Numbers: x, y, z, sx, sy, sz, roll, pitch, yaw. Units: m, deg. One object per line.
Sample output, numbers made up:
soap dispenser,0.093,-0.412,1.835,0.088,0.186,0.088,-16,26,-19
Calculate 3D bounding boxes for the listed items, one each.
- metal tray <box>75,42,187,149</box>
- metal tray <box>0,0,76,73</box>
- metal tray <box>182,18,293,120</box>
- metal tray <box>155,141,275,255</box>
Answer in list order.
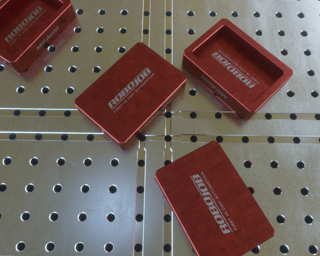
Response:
metal tray,-0.038,-0.047,0.426,0.090,0.030,0.130,40,74,13
metal tray,-0.202,-0.156,0.463,0.090,0.030,0.130,32,73,11
metal tray,0.108,-0.086,0.441,0.090,0.030,0.130,-42,76,-14
metal tray,0.062,0.092,0.376,0.090,0.030,0.130,-27,73,-10
